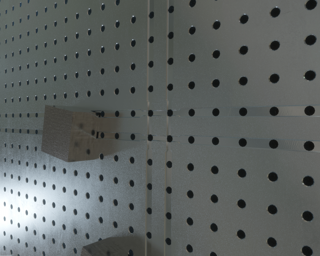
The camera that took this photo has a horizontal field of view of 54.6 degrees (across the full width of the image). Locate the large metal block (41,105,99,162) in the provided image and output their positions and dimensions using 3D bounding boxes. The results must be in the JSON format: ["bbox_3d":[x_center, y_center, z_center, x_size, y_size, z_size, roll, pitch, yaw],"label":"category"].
[{"bbox_3d":[-0.152,0.007,0.520,0.080,0.050,0.080,13,98,39],"label":"large metal block"}]

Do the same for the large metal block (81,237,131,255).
[{"bbox_3d":[-0.078,0.225,0.459,0.080,0.050,0.080,23,105,37],"label":"large metal block"}]
